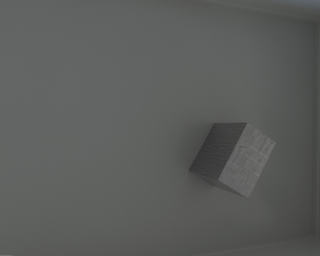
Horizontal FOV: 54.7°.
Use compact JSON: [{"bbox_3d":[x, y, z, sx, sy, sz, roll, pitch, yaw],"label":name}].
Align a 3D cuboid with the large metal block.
[{"bbox_3d":[0.094,0.040,0.418,0.050,0.080,0.080,33,79,-18],"label":"large metal block"}]
